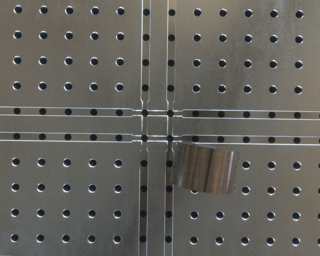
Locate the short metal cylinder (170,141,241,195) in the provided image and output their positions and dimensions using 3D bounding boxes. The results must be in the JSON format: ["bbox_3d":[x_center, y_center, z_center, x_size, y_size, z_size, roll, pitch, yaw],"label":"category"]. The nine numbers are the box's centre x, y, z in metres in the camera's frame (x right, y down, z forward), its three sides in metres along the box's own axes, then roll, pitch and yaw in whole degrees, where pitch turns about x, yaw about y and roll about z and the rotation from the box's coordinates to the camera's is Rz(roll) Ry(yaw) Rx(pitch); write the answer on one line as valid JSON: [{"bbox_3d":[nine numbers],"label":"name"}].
[{"bbox_3d":[0.056,0.048,0.386,0.080,0.080,0.050,9,90,0],"label":"short metal cylinder"}]
